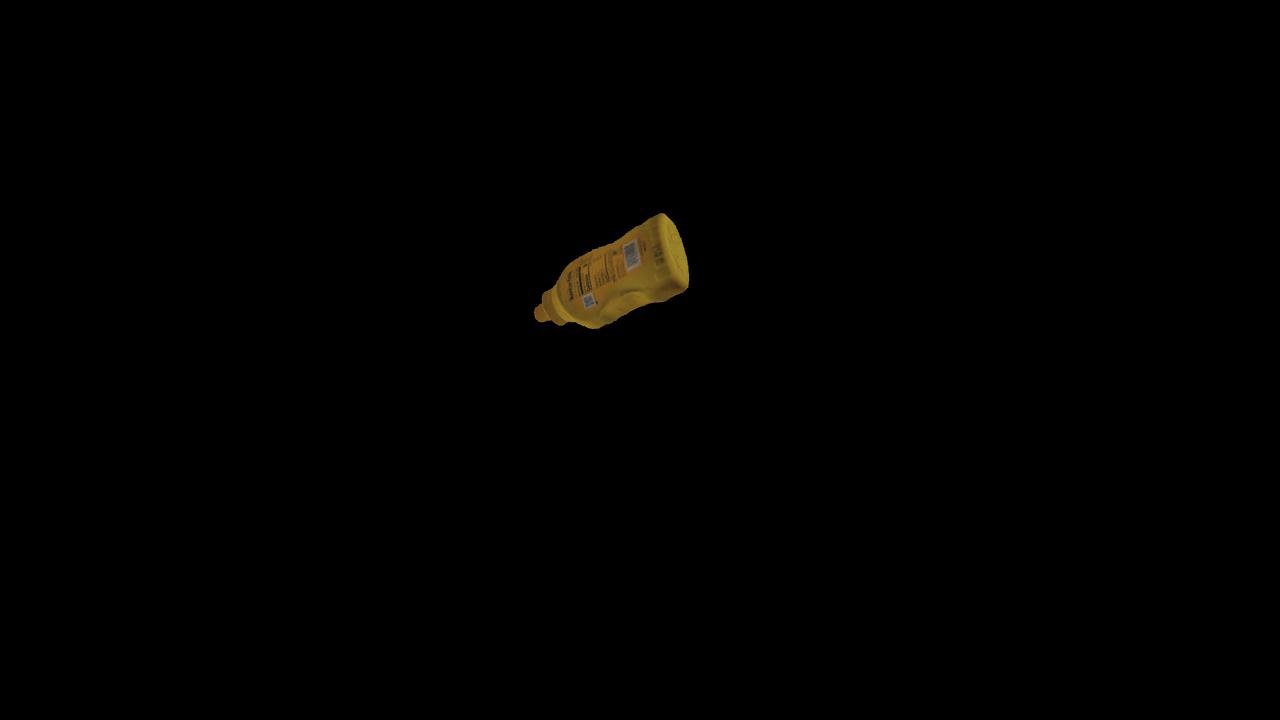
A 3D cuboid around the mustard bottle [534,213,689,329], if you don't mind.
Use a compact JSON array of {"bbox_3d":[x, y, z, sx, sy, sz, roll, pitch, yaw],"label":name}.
[{"bbox_3d":[-0.040,-0.082,0.663,0.184,0.092,0.054,-22,-25,24],"label":"mustard bottle"}]
